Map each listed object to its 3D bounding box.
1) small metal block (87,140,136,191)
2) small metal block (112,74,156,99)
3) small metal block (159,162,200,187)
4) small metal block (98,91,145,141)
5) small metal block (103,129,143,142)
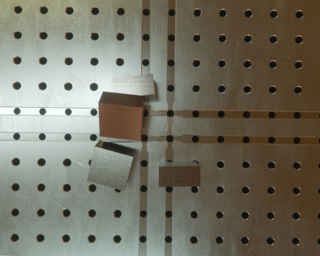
[{"bbox_3d":[-0.063,0.049,0.406,0.050,0.025,0.050,15,107,0],"label":"small metal block"},{"bbox_3d":[-0.032,-0.051,0.401,0.050,0.050,0.025,-6,90,0],"label":"small metal block"},{"bbox_3d":[0.024,0.059,0.401,0.050,0.050,0.025,0,90,0],"label":"small metal block"},{"bbox_3d":[-0.046,-0.014,0.376,0.050,0.025,0.050,6,128,0],"label":"small metal block"},{"bbox_3d":[-0.049,-0.007,0.413,0.050,0.025,0.050,0,90,0],"label":"small metal block"}]
